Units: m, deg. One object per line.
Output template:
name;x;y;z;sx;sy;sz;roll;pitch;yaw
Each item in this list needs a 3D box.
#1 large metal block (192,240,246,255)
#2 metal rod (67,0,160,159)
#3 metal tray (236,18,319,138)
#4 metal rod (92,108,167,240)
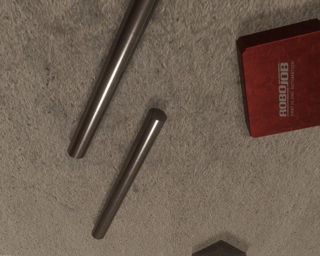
large metal block;0.124;0.281;0.632;0.080;0.050;0.080;36;121;-27
metal rod;-0.051;-0.068;0.348;0.025;0.025;0.298;21;127;-17
metal tray;0.143;-0.051;0.362;0.090;0.030;0.129;-12;130;9
metal rod;-0.058;0.089;0.481;0.025;0.025;0.298;17;128;-14
